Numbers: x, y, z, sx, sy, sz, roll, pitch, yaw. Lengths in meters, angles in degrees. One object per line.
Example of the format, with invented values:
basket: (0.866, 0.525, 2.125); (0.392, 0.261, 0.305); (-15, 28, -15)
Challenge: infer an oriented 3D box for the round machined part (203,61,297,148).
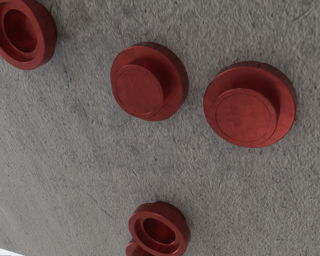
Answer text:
round machined part: (0.094, -0.019, 0.335); (0.098, 0.042, 0.097); (13, 124, 21)

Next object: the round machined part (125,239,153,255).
round machined part: (-0.020, 0.242, 0.556); (0.098, 0.042, 0.097); (13, 124, 21)

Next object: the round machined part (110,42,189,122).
round machined part: (-0.019, -0.050, 0.374); (0.098, 0.042, 0.097); (13, 124, 21)

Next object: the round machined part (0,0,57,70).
round machined part: (-0.177, -0.130, 0.409); (0.098, 0.042, 0.097); (13, 124, 21)

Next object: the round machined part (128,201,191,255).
round machined part: (0.003, 0.156, 0.491); (0.098, 0.042, 0.097); (13, 124, 21)
